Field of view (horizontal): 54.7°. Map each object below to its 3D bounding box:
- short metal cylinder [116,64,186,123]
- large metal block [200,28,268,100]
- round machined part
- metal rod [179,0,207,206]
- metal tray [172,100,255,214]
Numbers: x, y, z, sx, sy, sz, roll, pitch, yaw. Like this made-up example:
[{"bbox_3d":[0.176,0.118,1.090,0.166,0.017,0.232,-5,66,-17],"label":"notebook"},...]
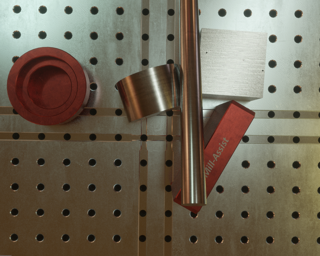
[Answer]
[{"bbox_3d":[-0.008,-0.042,0.386,0.080,0.080,0.050,-18,90,0],"label":"short metal cylinder"},{"bbox_3d":[0.088,-0.079,0.401,0.081,0.050,0.080,4,90,0],"label":"large metal block"},{"bbox_3d":[-0.140,-0.052,0.404,0.099,0.042,0.097,0,90,0],"label":"round machined part"},{"bbox_3d":[0.036,-0.063,0.361,0.025,0.025,0.299,1,69,0],"label":"metal rod"},{"bbox_3d":[0.060,0.032,0.381,0.030,0.090,0.130,30,90,0],"label":"metal tray"}]
